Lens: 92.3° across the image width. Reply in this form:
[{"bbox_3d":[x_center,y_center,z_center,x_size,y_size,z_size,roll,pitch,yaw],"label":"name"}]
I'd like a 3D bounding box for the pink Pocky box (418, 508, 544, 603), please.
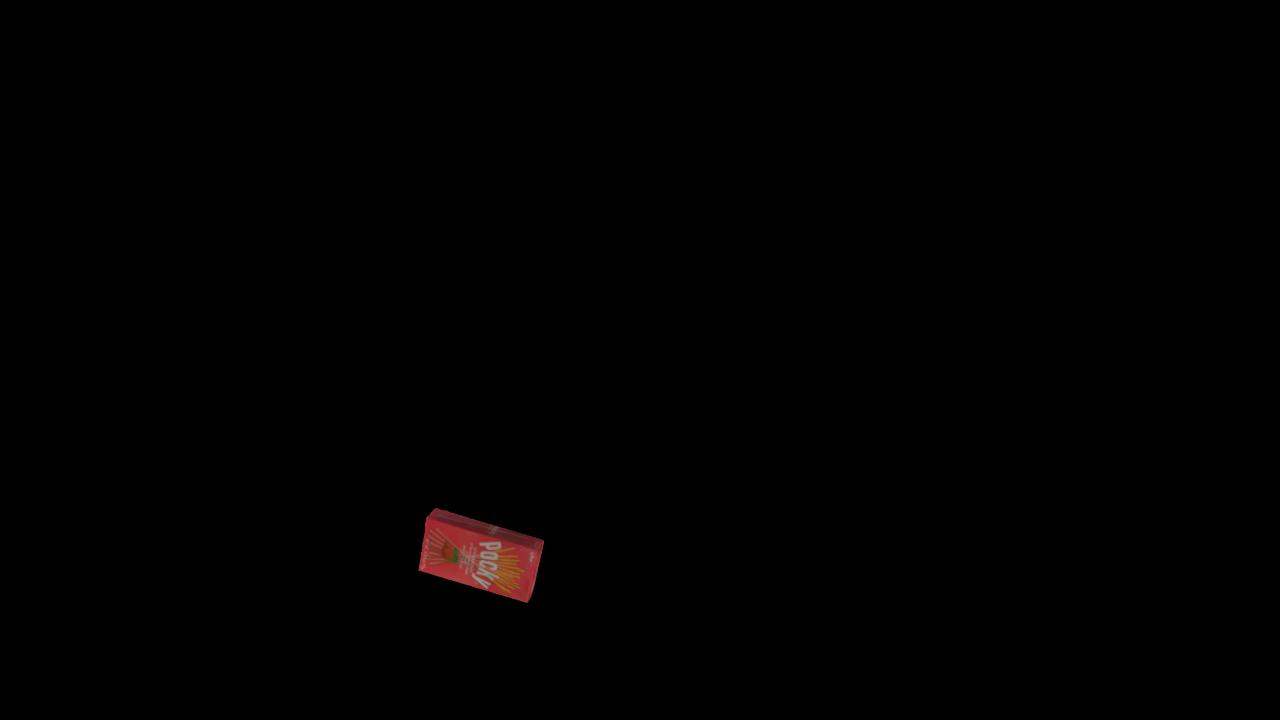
[{"bbox_3d":[-0.209,0.256,0.806,0.155,0.084,0.029,15,17,4],"label":"pink Pocky box"}]
